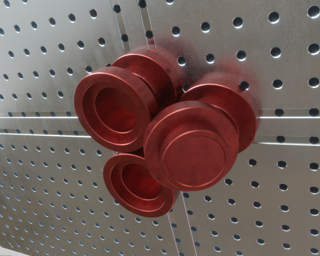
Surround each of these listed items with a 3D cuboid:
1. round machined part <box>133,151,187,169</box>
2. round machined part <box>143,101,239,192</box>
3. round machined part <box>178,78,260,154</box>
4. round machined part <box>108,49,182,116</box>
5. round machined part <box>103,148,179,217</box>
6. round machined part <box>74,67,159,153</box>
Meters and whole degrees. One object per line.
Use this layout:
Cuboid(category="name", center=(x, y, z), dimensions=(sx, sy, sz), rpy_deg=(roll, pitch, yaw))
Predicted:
Cuboid(category="round machined part", center=(-0.002, 0.042, 0.428), dimensions=(0.098, 0.042, 0.097), rpy_deg=(13, 124, 21))
Cuboid(category="round machined part", center=(0.033, 0.025, 0.316), dimensions=(0.099, 0.042, 0.097), rpy_deg=(-3, 114, -6))
Cuboid(category="round machined part", center=(0.063, -0.006, 0.364), dimensions=(0.098, 0.042, 0.097), rpy_deg=(13, 124, 21))
Cuboid(category="round machined part", center=(-0.025, -0.045, 0.388), dimensions=(0.098, 0.042, 0.097), rpy_deg=(13, 124, 21))
Cuboid(category="round machined part", center=(-0.020, 0.062, 0.395), dimensions=(0.098, 0.042, 0.097), rpy_deg=(13, 124, 21))
Cuboid(category="round machined part", center=(-0.045, -0.024, 0.355), dimensions=(0.098, 0.042, 0.097), rpy_deg=(13, 124, 21))
